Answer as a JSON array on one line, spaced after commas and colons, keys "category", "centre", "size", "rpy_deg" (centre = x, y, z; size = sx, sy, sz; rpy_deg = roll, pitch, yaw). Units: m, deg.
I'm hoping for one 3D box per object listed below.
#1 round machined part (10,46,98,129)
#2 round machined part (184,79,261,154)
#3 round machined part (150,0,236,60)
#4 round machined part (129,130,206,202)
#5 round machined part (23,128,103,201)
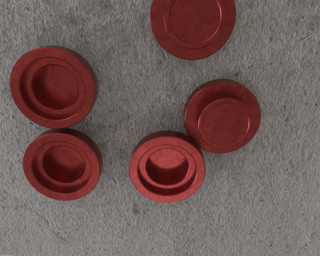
[{"category": "round machined part", "centre": [-0.125, -0.052, 0.380], "size": [0.099, 0.042, 0.097], "rpy_deg": [0, 110, 0]}, {"category": "round machined part", "centre": [0.081, -0.011, 0.397], "size": [0.099, 0.042, 0.097], "rpy_deg": [0, 110, 0]}, {"category": "round machined part", "centre": [0.038, -0.127, 0.354], "size": [0.099, 0.042, 0.097], "rpy_deg": [0, 110, 0]}, {"category": "round machined part", "centre": [0.010, 0.048, 0.417], "size": [0.099, 0.042, 0.097], "rpy_deg": [0, 112, 1]}, {"category": "round machined part", "centre": [-0.126, 0.045, 0.416], "size": [0.099, 0.042, 0.097], "rpy_deg": [0, 110, 0]}]
